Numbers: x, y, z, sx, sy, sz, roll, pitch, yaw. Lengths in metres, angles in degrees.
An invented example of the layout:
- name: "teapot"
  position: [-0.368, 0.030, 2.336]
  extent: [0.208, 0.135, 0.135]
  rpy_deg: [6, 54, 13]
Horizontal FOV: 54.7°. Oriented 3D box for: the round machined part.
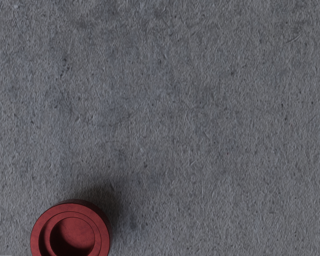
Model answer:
- name: "round machined part"
  position: [-0.110, 0.140, 0.401]
  extent: [0.099, 0.042, 0.097]
  rpy_deg: [0, 90, 0]
